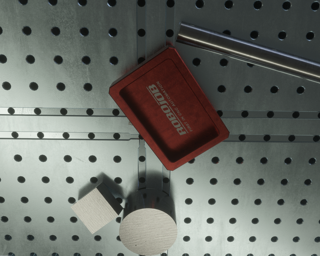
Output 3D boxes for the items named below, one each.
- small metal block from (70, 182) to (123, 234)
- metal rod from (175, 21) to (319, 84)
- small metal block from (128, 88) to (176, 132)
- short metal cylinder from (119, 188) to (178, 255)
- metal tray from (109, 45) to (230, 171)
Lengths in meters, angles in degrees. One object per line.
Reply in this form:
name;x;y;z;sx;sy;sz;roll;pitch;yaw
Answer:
small metal block;-0.091;0.116;0.448;0.050;0.025;0.050;-38;91;12
metal rod;0.167;-0.078;0.386;0.302;0.025;0.025;15;109;-6
small metal block;-0.010;-0.026;0.404;0.050;0.025;0.050;13;110;-5
short metal cylinder;-0.016;0.136;0.450;0.081;0.050;0.079;0;110;-1
metal tray;0.013;-0.022;0.376;0.090;0.030;0.130;-33;108;10
